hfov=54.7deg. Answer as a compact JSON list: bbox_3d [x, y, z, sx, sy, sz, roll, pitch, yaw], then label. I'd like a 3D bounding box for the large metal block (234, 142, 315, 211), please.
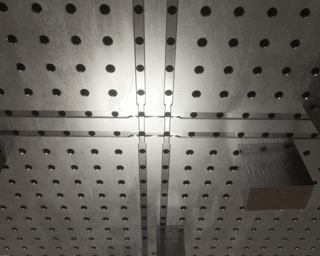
[{"bbox_3d":[0.155,0.066,0.435,0.080,0.080,0.050,-3,130,2],"label":"large metal block"}]

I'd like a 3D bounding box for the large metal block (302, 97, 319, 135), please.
[{"bbox_3d":[0.232,0.008,0.386,0.050,0.080,0.080,-32,123,24],"label":"large metal block"}]

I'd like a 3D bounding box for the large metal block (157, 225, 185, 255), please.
[{"bbox_3d":[0.018,0.239,0.580,0.050,0.080,0.079,0,130,-1],"label":"large metal block"}]

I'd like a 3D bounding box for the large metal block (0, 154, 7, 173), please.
[{"bbox_3d":[-0.282,0.046,0.430,0.080,0.050,0.080,-14,129,11],"label":"large metal block"}]
